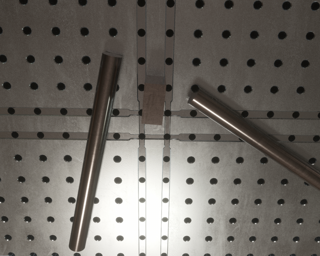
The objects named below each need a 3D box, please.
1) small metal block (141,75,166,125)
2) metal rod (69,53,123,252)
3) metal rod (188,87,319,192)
[{"bbox_3d":[-0.008,-0.036,0.387,0.025,0.050,0.050,5,110,-2],"label":"small metal block"},{"bbox_3d":[-0.093,0.046,0.429,0.025,0.025,0.298,13,110,-5],"label":"metal rod"},{"bbox_3d":[0.167,0.037,0.429,0.301,0.025,0.025,32,107,-12],"label":"metal rod"}]
